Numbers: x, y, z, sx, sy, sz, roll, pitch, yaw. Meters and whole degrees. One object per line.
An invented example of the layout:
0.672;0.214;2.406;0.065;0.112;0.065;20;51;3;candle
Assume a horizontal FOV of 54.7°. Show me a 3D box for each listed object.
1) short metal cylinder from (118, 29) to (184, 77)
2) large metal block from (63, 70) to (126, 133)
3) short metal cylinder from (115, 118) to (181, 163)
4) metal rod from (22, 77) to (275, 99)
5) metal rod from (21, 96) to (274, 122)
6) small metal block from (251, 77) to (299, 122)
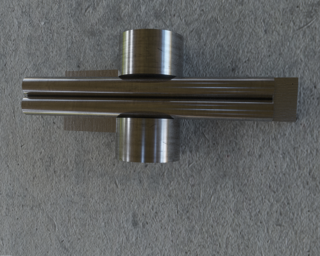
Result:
-0.011;-0.086;0.385;0.080;0.080;0.050;2;91;20;short metal cylinder
-0.082;-0.035;0.426;0.080;0.050;0.080;2;91;20;large metal block
-0.015;0.013;0.386;0.080;0.080;0.050;2;91;20;short metal cylinder
-0.023;-0.049;0.371;0.301;0.025;0.025;2;91;12;metal rod
-0.024;-0.024;0.371;0.301;0.025;0.025;2;91;12;metal rod
0.133;-0.033;0.363;0.050;0.025;0.050;3;91;20;small metal block
